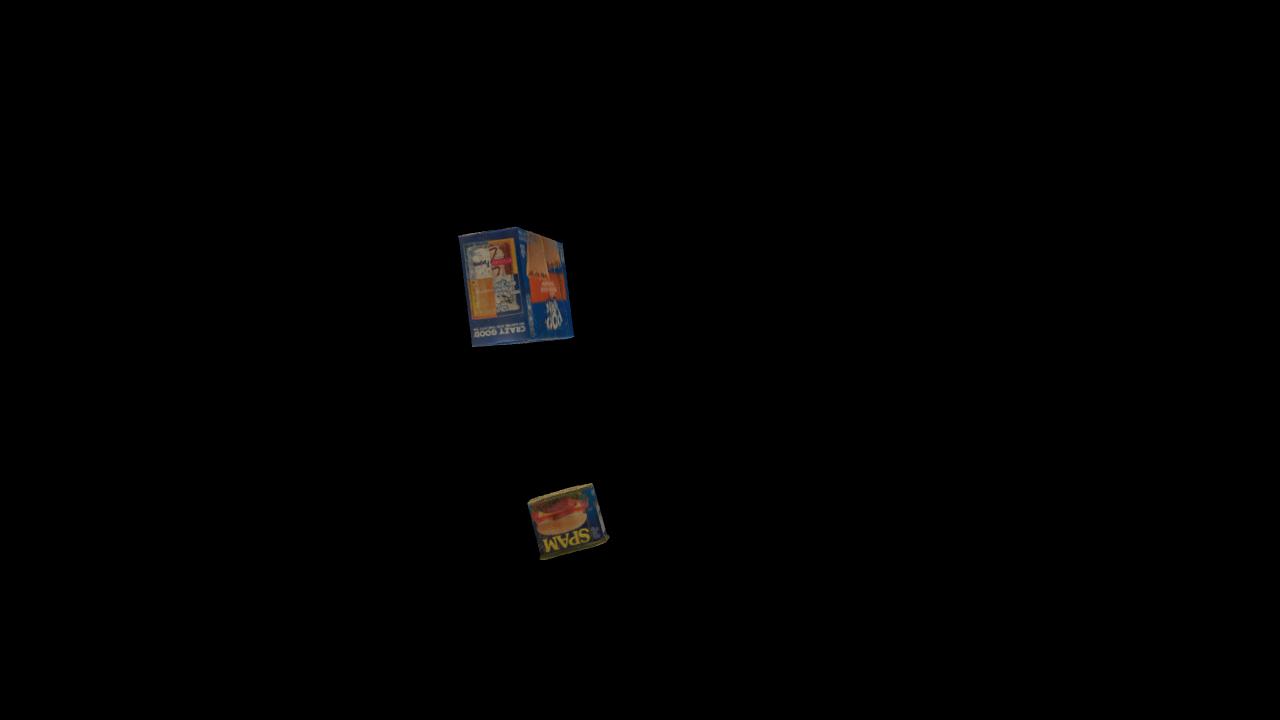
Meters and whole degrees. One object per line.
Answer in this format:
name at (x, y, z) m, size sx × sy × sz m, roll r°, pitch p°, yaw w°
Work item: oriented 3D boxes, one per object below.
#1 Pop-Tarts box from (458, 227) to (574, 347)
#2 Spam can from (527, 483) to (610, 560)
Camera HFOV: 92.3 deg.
Pop-Tarts box at (-0.159, -0.093, 0.827) m, size 0.083 × 0.141 × 0.167 m, roll -6°, pitch 2°, yaw 13°
Spam can at (-0.105, 0.232, 0.892) m, size 0.101 × 0.085 × 0.058 m, roll -16°, pitch -5°, yaw 3°
